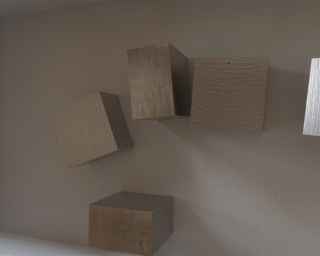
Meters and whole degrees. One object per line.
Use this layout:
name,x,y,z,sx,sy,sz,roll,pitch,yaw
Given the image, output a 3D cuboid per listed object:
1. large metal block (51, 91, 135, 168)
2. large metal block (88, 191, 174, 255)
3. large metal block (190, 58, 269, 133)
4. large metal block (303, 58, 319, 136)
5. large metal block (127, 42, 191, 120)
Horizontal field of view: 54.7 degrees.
large metal block,-0.093,0.003,0.430,0.080,0.050,0.080,-21,83,18
large metal block,-0.033,0.117,0.393,0.080,0.080,0.050,1,91,20
large metal block,0.084,-0.038,0.368,0.080,0.050,0.079,5,92,20
large metal block,0.198,-0.028,0.308,0.080,0.050,0.079,9,94,53
large metal block,0.003,-0.051,0.380,0.050,0.080,0.080,-5,88,20
